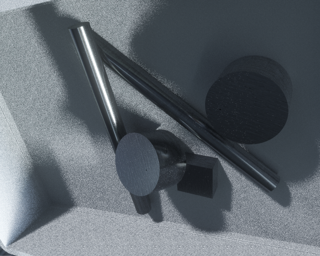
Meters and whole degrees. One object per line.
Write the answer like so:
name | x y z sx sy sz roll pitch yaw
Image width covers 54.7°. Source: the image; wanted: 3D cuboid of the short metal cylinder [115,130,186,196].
short metal cylinder | -0.013 0.043 0.404 0.080 0.050 0.079 5 98 42

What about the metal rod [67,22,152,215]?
metal rod | -0.058 0.008 0.423 0.025 0.025 0.298 3 126 26

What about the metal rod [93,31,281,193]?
metal rod | 0.020 -0.024 0.381 0.300 0.025 0.025 38 129 1

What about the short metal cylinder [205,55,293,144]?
short metal cylinder | 0.094 -0.030 0.324 0.080 0.050 0.079 13 124 20

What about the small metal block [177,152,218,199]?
small metal block | 0.051 0.063 0.420 0.050 0.025 0.050 9 122 23
